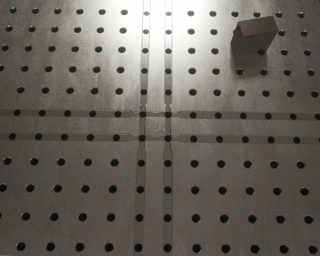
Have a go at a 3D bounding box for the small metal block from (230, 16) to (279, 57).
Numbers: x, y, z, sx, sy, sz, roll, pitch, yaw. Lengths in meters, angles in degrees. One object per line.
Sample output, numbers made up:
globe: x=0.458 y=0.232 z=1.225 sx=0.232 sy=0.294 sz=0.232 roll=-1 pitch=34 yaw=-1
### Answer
small metal block: x=0.135 y=-0.132 z=0.448 sx=0.050 sy=0.050 sz=0.025 roll=-11 pitch=71 yaw=-4
